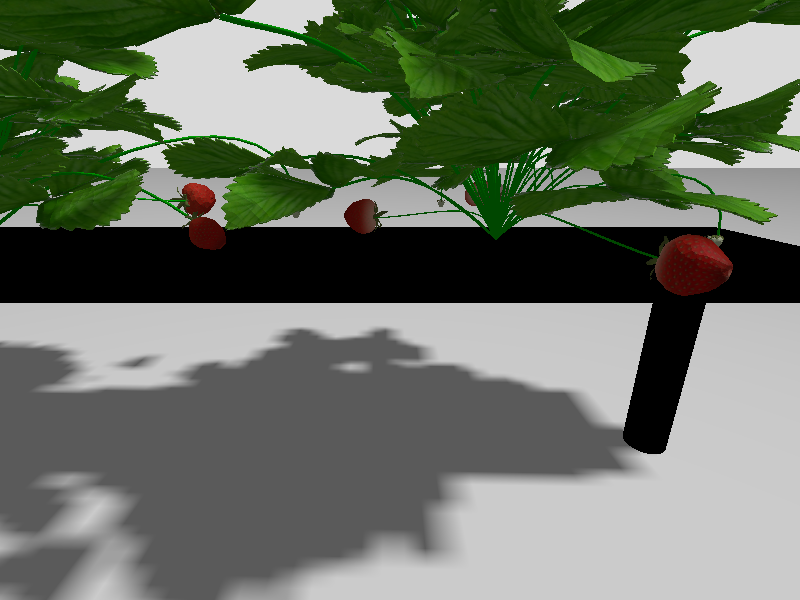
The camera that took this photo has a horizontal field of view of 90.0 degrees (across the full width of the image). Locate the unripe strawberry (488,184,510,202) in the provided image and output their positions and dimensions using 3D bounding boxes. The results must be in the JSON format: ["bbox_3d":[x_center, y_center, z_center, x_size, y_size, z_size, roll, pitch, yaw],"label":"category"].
[{"bbox_3d":[0.129,-0.138,0.535,0.038,0.032,0.038,4,14,12],"label":"unripe strawberry"}]

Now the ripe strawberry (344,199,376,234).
[{"bbox_3d":[-0.036,-0.078,0.374,0.030,0.032,0.028,4,20,12],"label":"ripe strawberry"}]

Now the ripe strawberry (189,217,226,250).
[{"bbox_3d":[-0.148,-0.051,0.310,0.027,0.023,0.027,42,22,-5],"label":"ripe strawberry"}]

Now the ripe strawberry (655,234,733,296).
[{"bbox_3d":[0.155,-0.017,0.210,0.030,0.032,0.033,-9,22,-24],"label":"ripe strawberry"}]

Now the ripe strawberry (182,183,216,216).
[{"bbox_3d":[-0.242,-0.122,0.484,0.034,0.039,0.037,16,25,37],"label":"ripe strawberry"}]

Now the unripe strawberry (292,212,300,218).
[{"bbox_3d":[-0.119,-0.098,0.457,0.010,0.010,0.011,-9,22,-23],"label":"unripe strawberry"}]

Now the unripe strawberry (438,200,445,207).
[{"bbox_3d":[0.055,-0.129,0.536,0.009,0.010,0.010,-3,20,-8],"label":"unripe strawberry"}]

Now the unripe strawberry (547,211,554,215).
[{"bbox_3d":[0.180,-0.108,0.480,0.011,0.011,0.010,13,24,32],"label":"unripe strawberry"}]

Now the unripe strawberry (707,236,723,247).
[{"bbox_3d":[0.228,-0.042,0.291,0.010,0.010,0.009,8,21,22],"label":"unripe strawberry"}]

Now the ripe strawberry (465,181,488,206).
[{"bbox_3d":[0.113,-0.151,0.568,0.042,0.036,0.042,2,19,6],"label":"ripe strawberry"}]
